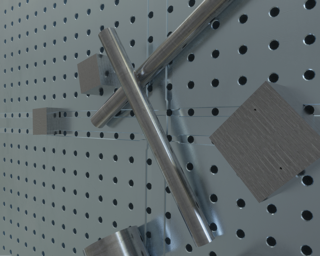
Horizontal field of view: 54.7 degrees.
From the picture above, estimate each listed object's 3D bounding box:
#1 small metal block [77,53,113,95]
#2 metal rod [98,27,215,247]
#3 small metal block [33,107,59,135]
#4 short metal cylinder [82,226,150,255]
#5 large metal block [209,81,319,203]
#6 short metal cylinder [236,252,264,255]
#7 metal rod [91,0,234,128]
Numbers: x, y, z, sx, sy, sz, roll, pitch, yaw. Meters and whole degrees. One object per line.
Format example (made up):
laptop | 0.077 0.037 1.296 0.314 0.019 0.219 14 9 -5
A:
small metal block | -0.104 -0.085 0.496 0.050 0.025 0.050 -16 80 39
metal rod | -0.009 0.003 0.395 0.025 0.025 0.299 -34 76 35
small metal block | -0.218 -0.012 0.590 0.050 0.025 0.050 -2 89 40
short metal cylinder | -0.058 0.174 0.422 0.080 0.081 0.050 -40 66 33
large metal block | 0.110 0.013 0.302 0.080 0.050 0.080 -49 61 29
short metal cylinder | 0.091 0.177 0.318 0.080 0.050 0.080 0 90 40
metal rod | -0.002 -0.090 0.410 0.299 0.025 0.025 -39 66 33
